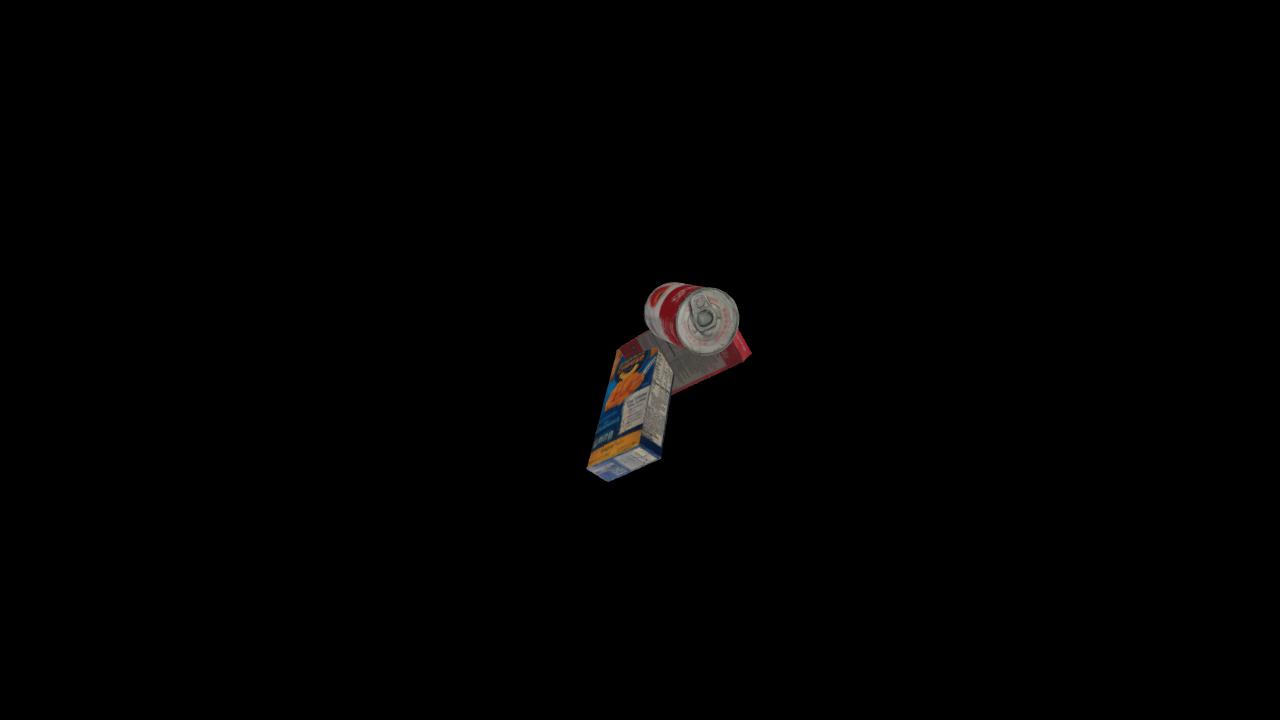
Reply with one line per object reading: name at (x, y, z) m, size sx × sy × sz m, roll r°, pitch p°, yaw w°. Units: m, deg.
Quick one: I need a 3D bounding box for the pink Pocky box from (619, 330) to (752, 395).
pink Pocky box at (0.050, -0.011, 0.731) m, size 0.155 × 0.084 × 0.029 m, roll -29°, pitch 2°, yaw 42°

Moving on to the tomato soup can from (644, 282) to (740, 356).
tomato soup can at (0.050, -0.045, 0.639) m, size 0.068 × 0.068 × 0.101 m, roll 0°, pitch 10°, yaw -18°

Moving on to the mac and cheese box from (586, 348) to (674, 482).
mac and cheese box at (-0.004, 0.047, 0.737) m, size 0.041 × 0.184 × 0.093 m, roll 35°, pitch -46°, yaw -25°
